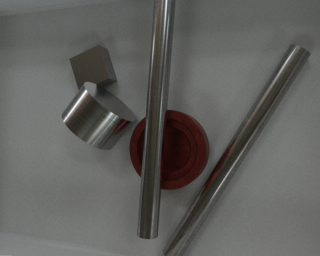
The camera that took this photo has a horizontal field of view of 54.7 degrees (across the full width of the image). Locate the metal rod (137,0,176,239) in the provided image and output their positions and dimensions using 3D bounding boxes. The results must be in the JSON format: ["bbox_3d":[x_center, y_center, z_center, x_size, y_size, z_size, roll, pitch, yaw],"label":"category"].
[{"bbox_3d":[-0.004,-0.021,0.366,0.025,0.025,0.298,4,91,19],"label":"metal rod"}]

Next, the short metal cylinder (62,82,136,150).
[{"bbox_3d":[-0.080,-0.016,0.408,0.080,0.080,0.050,43,103,14],"label":"short metal cylinder"}]

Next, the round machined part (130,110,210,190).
[{"bbox_3d":[0.015,0.027,0.396,0.098,0.042,0.097,0,90,19],"label":"round machined part"}]

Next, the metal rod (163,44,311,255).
[{"bbox_3d":[0.087,0.038,0.379,0.025,0.025,0.299,33,100,16],"label":"metal rod"}]

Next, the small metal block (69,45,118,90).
[{"bbox_3d":[-0.095,-0.083,0.443,0.050,0.025,0.050,-20,84,18],"label":"small metal block"}]
